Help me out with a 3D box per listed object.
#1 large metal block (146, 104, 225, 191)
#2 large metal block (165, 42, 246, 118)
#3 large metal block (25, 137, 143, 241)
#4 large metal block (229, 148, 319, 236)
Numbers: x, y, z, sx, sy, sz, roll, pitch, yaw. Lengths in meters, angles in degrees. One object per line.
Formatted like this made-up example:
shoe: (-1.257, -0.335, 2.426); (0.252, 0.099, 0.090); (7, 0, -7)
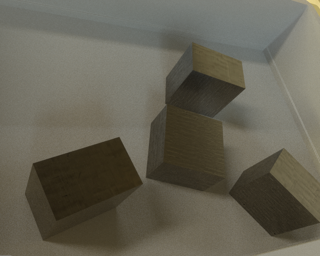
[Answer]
large metal block: (0.032, 0.026, 0.391); (0.081, 0.050, 0.080); (17, 55, -19)
large metal block: (0.062, -0.065, 0.443); (0.081, 0.080, 0.050); (15, 56, -20)
large metal block: (-0.075, 0.058, 0.294); (0.081, 0.080, 0.050); (-18, 71, -35)
large metal block: (0.152, 0.085, 0.400); (0.080, 0.080, 0.050); (45, 51, 3)
